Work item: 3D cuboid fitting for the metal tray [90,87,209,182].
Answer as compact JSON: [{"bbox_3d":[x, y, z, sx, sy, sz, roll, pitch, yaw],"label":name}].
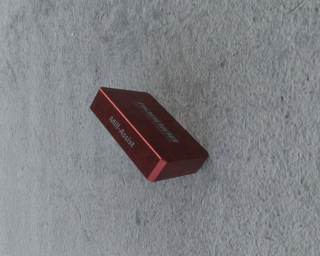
[{"bbox_3d":[-0.013,0.003,0.373,0.130,0.091,0.030,47,118,29],"label":"metal tray"}]
